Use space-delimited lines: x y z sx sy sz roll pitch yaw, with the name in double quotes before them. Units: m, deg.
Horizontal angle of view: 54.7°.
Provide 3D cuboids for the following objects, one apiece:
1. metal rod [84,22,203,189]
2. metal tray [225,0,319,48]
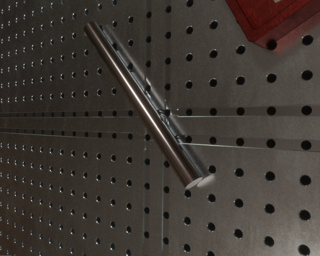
"metal rod" -0.035 -0.047 0.435 0.025 0.025 0.299 -48 62 29
"metal tray" 0.107 -0.161 0.316 0.090 0.030 0.130 -35 69 34
